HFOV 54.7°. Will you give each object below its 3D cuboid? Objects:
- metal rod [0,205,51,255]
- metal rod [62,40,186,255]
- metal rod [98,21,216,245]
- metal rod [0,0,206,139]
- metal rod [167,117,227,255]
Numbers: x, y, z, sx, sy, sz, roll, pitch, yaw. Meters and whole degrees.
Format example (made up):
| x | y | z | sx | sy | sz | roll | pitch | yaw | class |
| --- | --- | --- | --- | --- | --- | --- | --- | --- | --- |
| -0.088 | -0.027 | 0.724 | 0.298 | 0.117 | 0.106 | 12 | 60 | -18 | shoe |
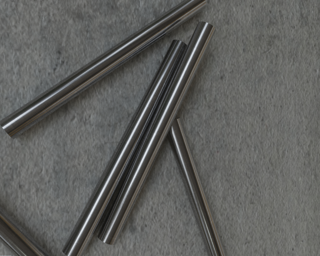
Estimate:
| x | y | z | sx | sy | sz | roll | pitch | yaw | class |
| --- | --- | --- | --- | --- | --- | --- | --- | --- | --- |
| -0.177 | 0.106 | 0.343 | 0.025 | 0.025 | 0.300 | -42 | 104 | -15 | metal rod |
| -0.039 | 0.019 | 0.395 | 0.025 | 0.025 | 0.299 | 30 | 80 | -18 | metal rod |
| -0.003 | 0.004 | 0.393 | 0.025 | 0.025 | 0.299 | 26 | 87 | -19 | metal rod |
| -0.058 | -0.087 | 0.388 | 0.301 | 0.025 | 0.025 | -38 | 103 | -16 | metal rod |
| 0.064 | 0.129 | 0.434 | 0.025 | 0.025 | 0.298 | -21 | 98 | -19 | metal rod |
